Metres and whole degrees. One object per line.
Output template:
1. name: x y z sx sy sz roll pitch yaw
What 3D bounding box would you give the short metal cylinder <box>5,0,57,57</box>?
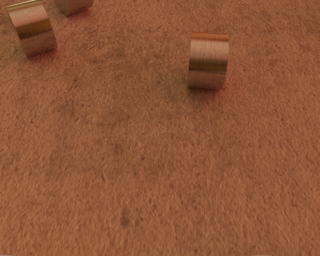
1. short metal cylinder: -0.206 -0.161 0.500 0.050 0.080 0.080 -24 54 -19

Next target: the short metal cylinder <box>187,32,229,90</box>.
1. short metal cylinder: 0.068 -0.097 0.450 0.050 0.080 0.080 5 50 4

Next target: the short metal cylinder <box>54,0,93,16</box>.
1. short metal cylinder: -0.169 -0.259 0.583 0.050 0.080 0.080 -31 57 -24
